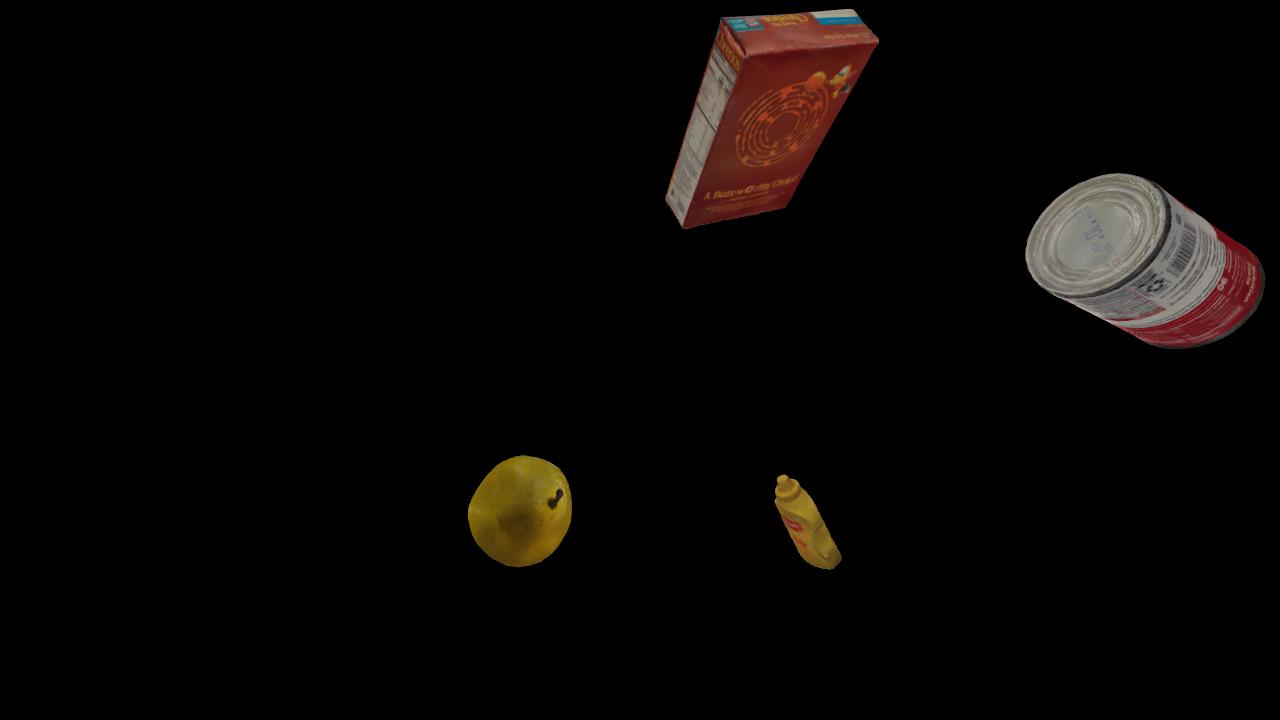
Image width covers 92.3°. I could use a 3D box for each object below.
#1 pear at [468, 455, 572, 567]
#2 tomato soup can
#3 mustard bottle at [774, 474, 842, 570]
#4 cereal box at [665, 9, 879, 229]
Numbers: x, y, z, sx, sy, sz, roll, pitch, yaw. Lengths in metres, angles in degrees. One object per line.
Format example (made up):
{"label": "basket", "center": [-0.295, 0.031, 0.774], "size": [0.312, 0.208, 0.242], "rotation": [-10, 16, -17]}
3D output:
{"label": "pear", "center": [-0.076, 0.109, 0.435], "size": [0.080, 0.080, 0.111], "rotation": [0, -5, -26]}
{"label": "tomato soup can", "center": [0.269, -0.051, 0.331], "size": [0.101, 0.068, 0.068], "rotation": [16, -7, -25]}
{"label": "mustard bottle", "center": [0.270, 0.262, 1.028], "size": [0.054, 0.184, 0.092], "rotation": [-34, 24, -11]}
{"label": "cereal box", "center": [0.169, -0.329, 0.870], "size": [0.203, 0.081, 0.306], "rotation": [-17, -25, -20]}
